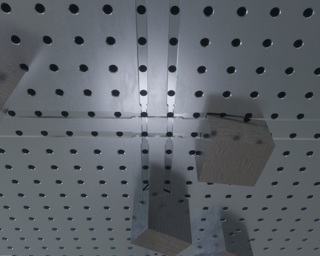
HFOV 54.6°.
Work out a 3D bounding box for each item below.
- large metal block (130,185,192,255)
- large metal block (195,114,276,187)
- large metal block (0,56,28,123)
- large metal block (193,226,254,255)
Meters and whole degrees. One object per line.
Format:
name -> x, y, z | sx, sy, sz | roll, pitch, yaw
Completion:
large metal block -> 0.002, 0.151, 0.504 | 0.080, 0.080, 0.050 | 27, 125, -21
large metal block -> 0.097, 0.032, 0.423 | 0.080, 0.050, 0.079 | 6, 130, -5
large metal block -> -0.204, -0.044, 0.336 | 0.080, 0.080, 0.050 | 26, 126, -20
large metal block -> 0.123, 0.244, 0.603 | 0.080, 0.050, 0.080 | 32, 123, -24
